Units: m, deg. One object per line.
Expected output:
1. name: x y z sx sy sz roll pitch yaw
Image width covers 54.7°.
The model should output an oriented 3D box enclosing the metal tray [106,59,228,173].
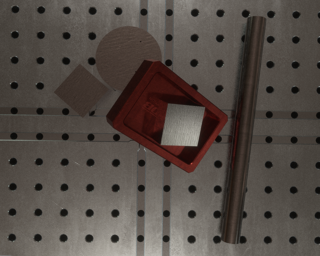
1. metal tray: 0.012 -0.012 0.381 0.130 0.030 0.090 34 90 -29

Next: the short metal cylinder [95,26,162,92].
1. short metal cylinder: -0.038 -0.084 0.400 0.081 0.050 0.079 0 90 -1

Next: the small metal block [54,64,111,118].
1. small metal block: -0.102 -0.048 0.412 0.050 0.025 0.050 42 90 -1

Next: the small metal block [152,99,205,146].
1. small metal block: 0.022 -0.006 0.377 0.050 0.025 0.050 4 104 -26

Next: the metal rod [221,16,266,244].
1. metal rod: 0.112 0.003 0.414 0.025 0.025 0.298 7 90 -1
